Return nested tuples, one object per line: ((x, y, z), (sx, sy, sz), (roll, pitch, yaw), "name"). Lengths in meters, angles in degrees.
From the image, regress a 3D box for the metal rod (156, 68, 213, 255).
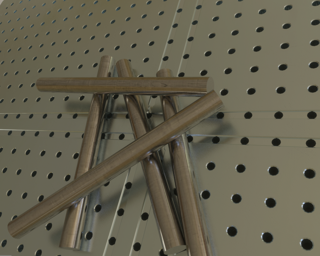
((0.027, 0.044, 0.366), (0.025, 0.025, 0.299), (-20, 54, 16), "metal rod")

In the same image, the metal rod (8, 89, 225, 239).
((-0.057, 0.047, 0.375), (0.300, 0.025, 0.025), (-33, 52, 6), "metal rod")

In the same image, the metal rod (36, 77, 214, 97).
((-0.069, -0.061, 0.448), (0.300, 0.025, 0.025), (5, 64, 30), "metal rod")

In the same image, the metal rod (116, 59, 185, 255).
((-0.021, 0.012, 0.410), (0.025, 0.025, 0.299), (-27, 52, 11), "metal rod")

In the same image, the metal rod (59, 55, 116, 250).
((-0.098, 0.016, 0.447), (0.025, 0.025, 0.299), (-9, 58, 23), "metal rod")
